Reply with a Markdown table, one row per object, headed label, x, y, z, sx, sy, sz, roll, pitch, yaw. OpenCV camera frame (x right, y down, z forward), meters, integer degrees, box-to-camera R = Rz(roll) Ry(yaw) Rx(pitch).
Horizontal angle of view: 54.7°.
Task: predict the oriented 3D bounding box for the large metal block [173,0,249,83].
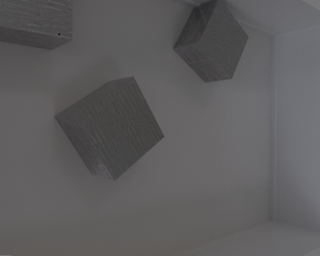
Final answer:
| label | x | y | z | sx | sy | sz | roll | pitch | yaw |
| --- | --- | --- | --- | --- | --- | --- | --- | --- | --- |
| large metal block | 0.076 | -0.125 | 0.454 | 0.080 | 0.050 | 0.080 | 38 | 67 | -34 |

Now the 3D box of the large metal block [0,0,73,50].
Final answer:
| label | x | y | z | sx | sy | sz | roll | pitch | yaw |
| --- | --- | --- | --- | --- | --- | --- | --- | --- | --- |
| large metal block | -0.129 | -0.122 | 0.282 | 0.081 | 0.050 | 0.080 | 0 | 90 | -40 |

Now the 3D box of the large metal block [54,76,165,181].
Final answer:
| label | x | y | z | sx | sy | sz | roll | pitch | yaw |
| --- | --- | --- | --- | --- | --- | --- | --- | --- | --- |
| large metal block | -0.054 | -0.001 | 0.345 | 0.080 | 0.050 | 0.080 | -41 | 115 | -32 |
